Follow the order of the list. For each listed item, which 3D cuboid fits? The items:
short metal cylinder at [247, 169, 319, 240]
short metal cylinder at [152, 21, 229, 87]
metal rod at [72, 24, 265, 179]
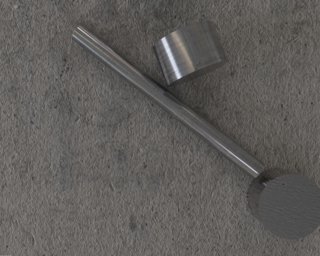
[{"bbox_3d":[0.159,0.095,0.399,0.081,0.050,0.080,0,90,0],"label":"short metal cylinder"},{"bbox_3d":[0.037,-0.090,0.383,0.080,0.080,0.050,-22,90,0],"label":"short metal cylinder"},{"bbox_3d":[0.011,-0.034,0.410,0.300,0.025,0.025,38,90,0],"label":"metal rod"}]
